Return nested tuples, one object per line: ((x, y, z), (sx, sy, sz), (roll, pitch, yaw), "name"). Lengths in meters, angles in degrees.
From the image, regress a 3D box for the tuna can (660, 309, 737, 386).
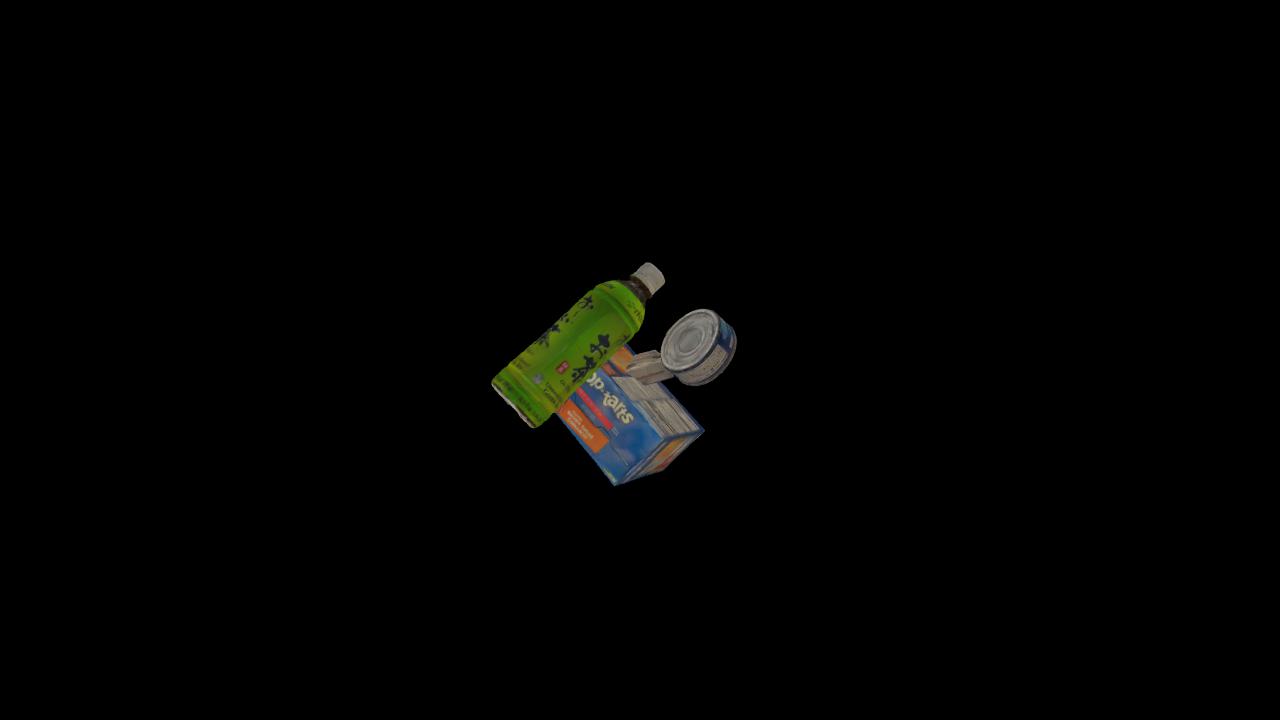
((0.063, -0.015, 0.684), (0.084, 0.084, 0.034), (0, -31, 48), "tuna can")

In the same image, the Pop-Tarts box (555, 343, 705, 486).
((-0.025, 0.055, 0.736), (0.167, 0.083, 0.141), (47, 16, 18), "Pop-Tarts box")

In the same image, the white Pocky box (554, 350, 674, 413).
((-0.042, 0.024, 0.752), (0.154, 0.028, 0.084), (-16, 13, -9), "white Pocky box")

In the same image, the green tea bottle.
((-0.057, -0.024, 0.647), (0.212, 0.073, 0.073), (-45, 14, -14), "green tea bottle")
